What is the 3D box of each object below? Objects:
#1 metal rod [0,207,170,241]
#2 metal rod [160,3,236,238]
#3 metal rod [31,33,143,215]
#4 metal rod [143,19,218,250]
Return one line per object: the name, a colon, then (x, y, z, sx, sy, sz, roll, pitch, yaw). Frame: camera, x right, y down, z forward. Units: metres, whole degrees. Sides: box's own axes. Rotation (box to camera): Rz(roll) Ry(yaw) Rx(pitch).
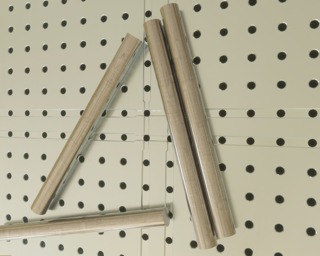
metal rod: (-0.130, 0.145, 0.459, 0.300, 0.025, 0.025, -11, 86, 19)
metal rod: (0.047, -0.013, 0.396, 0.025, 0.025, 0.299, -15, 85, 19)
metal rod: (-0.111, 0.001, 0.452, 0.025, 0.025, 0.299, 35, 101, 16)
metal rod: (0.025, 0.004, 0.404, 0.025, 0.025, 0.299, -16, 85, 19)
